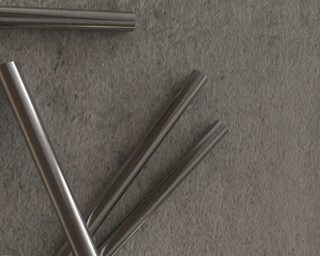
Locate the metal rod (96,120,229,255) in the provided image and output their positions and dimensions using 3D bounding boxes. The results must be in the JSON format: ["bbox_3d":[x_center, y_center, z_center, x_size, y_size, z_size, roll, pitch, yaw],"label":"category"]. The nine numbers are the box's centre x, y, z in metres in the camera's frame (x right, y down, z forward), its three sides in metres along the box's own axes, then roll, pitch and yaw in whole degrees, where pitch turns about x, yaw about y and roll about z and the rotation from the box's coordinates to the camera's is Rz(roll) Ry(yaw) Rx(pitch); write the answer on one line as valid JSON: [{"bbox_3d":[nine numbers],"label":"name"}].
[{"bbox_3d":[-0.015,0.100,0.404,0.301,0.025,0.025,-45,104,-15],"label":"metal rod"}]

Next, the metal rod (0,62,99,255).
[{"bbox_3d":[-0.114,0.069,0.348,0.025,0.025,0.299,-23,91,-19],"label":"metal rod"}]

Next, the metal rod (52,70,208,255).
[{"bbox_3d":[-0.032,0.044,0.398,0.025,0.025,0.300,41,77,-16],"label":"metal rod"}]

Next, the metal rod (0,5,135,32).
[{"bbox_3d":[-0.176,-0.123,0.343,0.303,0.025,0.025,-5,92,-20],"label":"metal rod"}]
